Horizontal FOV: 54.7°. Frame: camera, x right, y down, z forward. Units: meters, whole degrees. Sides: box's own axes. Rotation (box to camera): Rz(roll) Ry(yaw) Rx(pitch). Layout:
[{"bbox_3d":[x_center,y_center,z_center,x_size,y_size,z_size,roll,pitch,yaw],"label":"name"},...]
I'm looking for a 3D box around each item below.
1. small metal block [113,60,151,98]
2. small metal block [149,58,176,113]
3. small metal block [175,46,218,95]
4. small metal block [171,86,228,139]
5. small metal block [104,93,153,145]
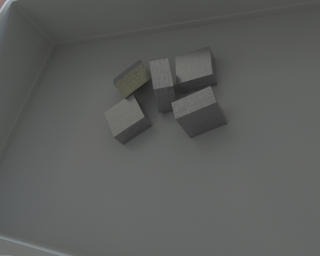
[{"bbox_3d":[-0.041,-0.074,0.458,0.050,0.025,0.050,-36,19,4],"label":"small metal block"},{"bbox_3d":[0.005,-0.057,0.419,0.025,0.050,0.050,-10,56,2],"label":"small metal block"},{"bbox_3d":[0.050,-0.079,0.428,0.050,0.025,0.050,-13,56,21],"label":"small metal block"},{"bbox_3d":[0.048,-0.018,0.375,0.050,0.050,0.025,-23,54,14],"label":"small metal block"},{"bbox_3d":[-0.045,-0.013,0.437,0.050,0.025,0.050,-33,51,6],"label":"small metal block"}]
